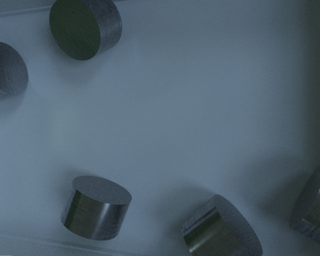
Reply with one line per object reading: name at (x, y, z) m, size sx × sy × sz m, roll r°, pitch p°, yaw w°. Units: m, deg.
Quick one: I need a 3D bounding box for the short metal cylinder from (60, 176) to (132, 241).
short metal cylinder at (-0.084, 0.104, 0.411) m, size 0.080 × 0.080 × 0.050 m, roll 23°, pitch 98°, yaw 18°

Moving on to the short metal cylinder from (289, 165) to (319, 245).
short metal cylinder at (0.177, 0.082, 0.319) m, size 0.050 × 0.080 × 0.080 m, roll 28°, pitch 99°, yaw 18°

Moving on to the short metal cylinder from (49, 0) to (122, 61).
short metal cylinder at (-0.098, -0.137, 0.414) m, size 0.080 × 0.050 × 0.079 m, roll 15°, pitch 126°, yaw 22°

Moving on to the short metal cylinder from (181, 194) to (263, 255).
short metal cylinder at (0.071, 0.124, 0.356) m, size 0.050 × 0.080 × 0.080 m, roll -43°, pitch 77°, yaw 15°

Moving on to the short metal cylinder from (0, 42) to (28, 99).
short metal cylinder at (-0.250, -0.084, 0.470) m, size 0.050 × 0.080 × 0.080 m, roll -13°, pitch 86°, yaw 20°
